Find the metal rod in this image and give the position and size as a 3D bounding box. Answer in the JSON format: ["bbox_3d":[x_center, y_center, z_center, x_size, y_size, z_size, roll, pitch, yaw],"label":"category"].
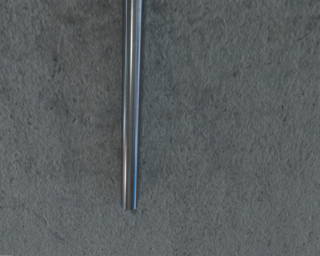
[{"bbox_3d":[-0.037,-0.027,0.399,0.025,0.025,0.298,3,110,-2],"label":"metal rod"}]
